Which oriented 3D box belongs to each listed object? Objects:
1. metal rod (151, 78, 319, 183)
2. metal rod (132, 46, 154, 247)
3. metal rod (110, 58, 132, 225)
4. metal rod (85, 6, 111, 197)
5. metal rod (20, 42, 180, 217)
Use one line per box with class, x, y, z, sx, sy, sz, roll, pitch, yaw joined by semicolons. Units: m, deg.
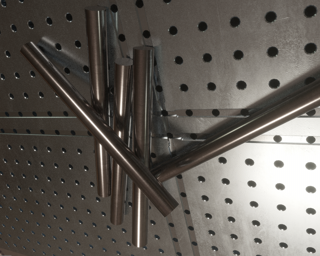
metal rod;0.077;0.017;0.380;0.299;0.025;0.025;-33;100;38
metal rod;-0.025;0.042;0.424;0.025;0.025;0.298;12;116;21
metal rod;-0.060;0.040;0.465;0.025;0.025;0.298;19;126;16
metal rod;-0.084;-0.016;0.443;0.025;0.025;0.298;17;125;18
metal rod;-0.086;-0.005;0.413;0.300;0.025;0.025;47;130;10
